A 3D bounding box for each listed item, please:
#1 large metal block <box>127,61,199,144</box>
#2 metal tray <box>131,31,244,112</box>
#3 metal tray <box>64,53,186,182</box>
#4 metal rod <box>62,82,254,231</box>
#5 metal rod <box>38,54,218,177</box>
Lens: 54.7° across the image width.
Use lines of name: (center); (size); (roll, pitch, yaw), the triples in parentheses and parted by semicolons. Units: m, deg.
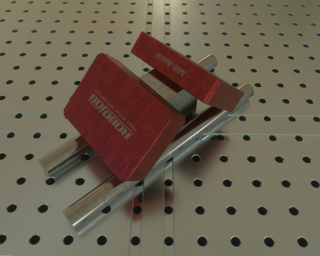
large metal block: (0.001, -0.028, 0.394); (0.080, 0.080, 0.050); (-35, 59, -26)
metal tray: (0.035, -0.071, 0.397); (0.130, 0.030, 0.090); (39, 16, 27)
metal tray: (-0.045, -0.014, 0.349); (0.130, 0.030, 0.090); (43, 105, 29)
metal rod: (0.016, 0.021, 0.391); (0.302, 0.025, 0.025); (-34, 58, -26)
metal rod: (-0.027, -0.031, 0.433); (0.302, 0.025, 0.025); (-35, 59, -26)
